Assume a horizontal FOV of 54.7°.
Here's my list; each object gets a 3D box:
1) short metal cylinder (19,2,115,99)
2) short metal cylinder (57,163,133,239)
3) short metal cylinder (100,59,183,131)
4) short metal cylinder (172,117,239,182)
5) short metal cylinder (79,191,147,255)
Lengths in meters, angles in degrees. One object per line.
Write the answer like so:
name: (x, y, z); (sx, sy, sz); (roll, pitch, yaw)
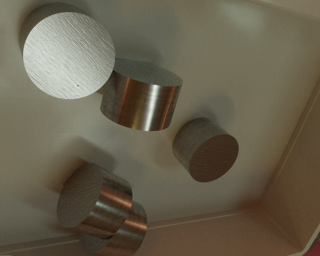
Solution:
short metal cylinder: (-0.090, -0.074, 0.297); (0.081, 0.050, 0.079); (-14, 124, -21)
short metal cylinder: (-0.081, 0.090, 0.384); (0.080, 0.080, 0.050); (-48, 129, 5)
short metal cylinder: (-0.021, -0.038, 0.338); (0.081, 0.080, 0.050); (2, 118, -29)
short metal cylinder: (0.065, 0.031, 0.447); (0.081, 0.050, 0.079); (-14, 124, -21)
short metal cylinder: (-0.064, 0.132, 0.419); (0.050, 0.080, 0.080); (34, 100, -39)
